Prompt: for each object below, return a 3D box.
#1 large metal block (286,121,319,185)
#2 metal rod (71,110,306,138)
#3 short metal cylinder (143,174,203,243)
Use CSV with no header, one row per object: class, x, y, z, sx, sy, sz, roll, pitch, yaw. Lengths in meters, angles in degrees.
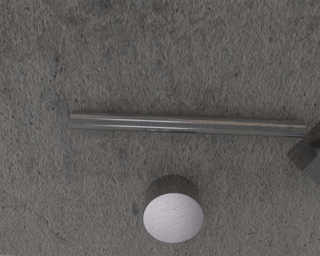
large metal block,0.235,0.039,0.413,0.080,0.050,0.080,34,106,-12
metal rod,0.037,-0.005,0.408,0.302,0.025,0.025,2,110,-1
short metal cylinder,0.018,0.113,0.438,0.081,0.050,0.079,0,110,0
